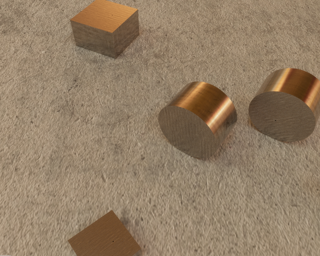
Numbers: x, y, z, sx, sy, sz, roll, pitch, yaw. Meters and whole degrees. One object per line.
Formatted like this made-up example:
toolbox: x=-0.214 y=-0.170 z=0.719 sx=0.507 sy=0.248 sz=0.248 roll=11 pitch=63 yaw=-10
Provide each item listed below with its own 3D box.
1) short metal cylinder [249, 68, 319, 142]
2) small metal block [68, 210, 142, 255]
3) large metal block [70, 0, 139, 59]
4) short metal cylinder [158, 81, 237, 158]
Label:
short metal cylinder: x=0.161 y=-0.029 z=0.394 sx=0.080 sy=0.080 sz=0.050 roll=26 pitch=55 yaw=20
small metal block: x=-0.053 y=0.118 z=0.303 sx=0.050 sy=0.025 sz=0.050 roll=-31 pitch=57 yaw=-24
large metal block: x=-0.091 y=-0.172 z=0.530 sx=0.080 sy=0.050 sz=0.080 roll=22 pitch=53 yaw=17
short metal cylinder: x=0.045 y=-0.009 z=0.376 sx=0.080 sy=0.080 sz=0.050 roll=29 pitch=56 yaw=21
